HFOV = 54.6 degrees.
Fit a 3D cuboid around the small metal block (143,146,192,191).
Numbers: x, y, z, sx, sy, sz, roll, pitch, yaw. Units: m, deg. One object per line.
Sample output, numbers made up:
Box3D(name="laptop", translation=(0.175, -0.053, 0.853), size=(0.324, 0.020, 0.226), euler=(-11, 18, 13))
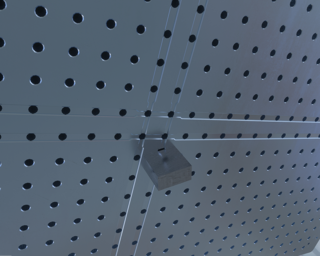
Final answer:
Box3D(name="small metal block", translation=(0.010, 0.055, 0.434), size=(0.050, 0.050, 0.025), euler=(-15, 125, -20))
